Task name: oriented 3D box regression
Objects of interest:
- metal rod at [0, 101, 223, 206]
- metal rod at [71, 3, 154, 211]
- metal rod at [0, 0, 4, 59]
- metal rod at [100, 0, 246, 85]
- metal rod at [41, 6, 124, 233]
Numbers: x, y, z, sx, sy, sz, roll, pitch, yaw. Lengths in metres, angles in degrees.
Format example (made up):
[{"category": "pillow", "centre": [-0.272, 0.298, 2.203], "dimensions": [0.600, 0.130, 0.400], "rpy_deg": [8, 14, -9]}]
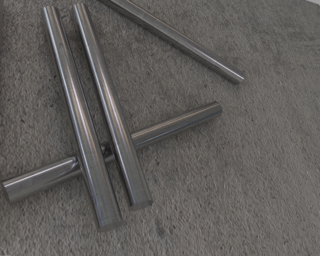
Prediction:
[{"category": "metal rod", "centre": [-0.030, 0.016, 0.377], "dimensions": [0.302, 0.025, 0.025], "rpy_deg": [-21, 73, -36]}, {"category": "metal rod", "centre": [-0.067, -0.046, 0.373], "dimensions": [0.025, 0.025, 0.299], "rpy_deg": [-3, 56, -30]}, {"category": "metal rod", "centre": [-0.184, -0.029, 0.322], "dimensions": [0.025, 0.025, 0.299], "rpy_deg": [3, 60, -27]}, {"category": "metal rod", "centre": [0.009, -0.156, 0.503], "dimensions": [0.301, 0.025, 0.025], "rpy_deg": [29, 52, -10]}, {"category": "metal rod", "centre": [-0.096, -0.033, 0.348], "dimensions": [0.025, 0.025, 0.299], "rpy_deg": [-5, 57, -31]}]
